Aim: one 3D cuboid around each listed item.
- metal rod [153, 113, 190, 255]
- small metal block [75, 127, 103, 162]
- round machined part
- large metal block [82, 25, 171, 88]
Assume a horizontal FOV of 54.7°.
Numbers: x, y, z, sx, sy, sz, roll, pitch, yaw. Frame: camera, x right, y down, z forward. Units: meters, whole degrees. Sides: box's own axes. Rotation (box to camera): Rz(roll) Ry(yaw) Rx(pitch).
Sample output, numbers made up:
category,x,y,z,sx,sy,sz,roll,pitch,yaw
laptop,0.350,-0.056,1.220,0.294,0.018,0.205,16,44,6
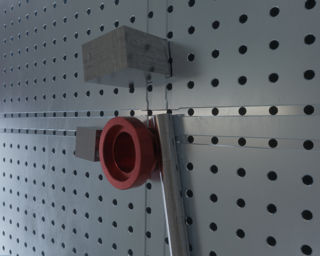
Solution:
category,x,y,z,sx,sy,sz,roll,pitch,yaw
metal rod,0.022,0.130,0.391,0.025,0.025,0.298,-12,82,39
small metal block,-0.111,0.025,0.501,0.050,0.025,0.050,8,95,39
round machined part,-0.040,0.033,0.425,0.098,0.042,0.097,3,94,48
large metal block,-0.044,-0.089,0.410,0.080,0.081,0.050,-9,85,39
